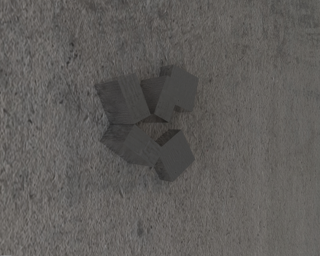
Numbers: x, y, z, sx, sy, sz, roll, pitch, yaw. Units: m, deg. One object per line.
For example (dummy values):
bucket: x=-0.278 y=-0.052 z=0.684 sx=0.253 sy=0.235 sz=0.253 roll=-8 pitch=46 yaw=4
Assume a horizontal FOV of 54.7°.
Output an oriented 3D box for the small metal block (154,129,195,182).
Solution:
small metal block: x=0.015 y=0.036 z=0.417 sx=0.050 sy=0.025 sz=0.050 roll=-39 pitch=114 yaw=-33

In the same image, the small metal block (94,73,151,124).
small metal block: x=-0.043 y=-0.032 z=0.352 sx=0.025 sy=0.050 sz=0.050 roll=-31 pitch=110 yaw=-36

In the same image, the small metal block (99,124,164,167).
small metal block: x=-0.033 y=0.020 z=0.360 sx=0.050 sy=0.050 sz=0.025 roll=42 pitch=65 yaw=-32

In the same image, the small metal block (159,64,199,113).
small metal block: x=0.023 y=-0.052 z=0.423 sx=0.050 sy=0.025 sz=0.050 roll=20 pitch=78 yaw=-38

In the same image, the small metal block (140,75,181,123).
small metal block: x=-0.006 y=-0.034 z=0.383 sx=0.025 sy=0.050 sz=0.050 roll=30 pitch=72 yaw=-36
